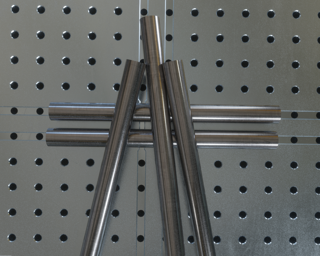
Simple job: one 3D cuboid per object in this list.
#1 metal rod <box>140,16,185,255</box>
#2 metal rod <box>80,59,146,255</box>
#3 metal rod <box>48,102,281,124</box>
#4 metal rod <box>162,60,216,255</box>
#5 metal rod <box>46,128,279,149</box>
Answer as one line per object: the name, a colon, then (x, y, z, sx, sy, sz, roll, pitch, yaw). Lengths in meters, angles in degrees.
metal rod: (0.003, 0.012, 0.389, 0.025, 0.025, 0.298, -6, 90, 0)
metal rod: (-0.066, 0.063, 0.394, 0.025, 0.025, 0.298, 14, 97, -1)
metal rod: (0.007, -0.020, 0.414, 0.302, 0.025, 0.025, 1, 90, -1)
metal rod: (0.042, 0.065, 0.395, 0.025, 0.025, 0.298, -11, 97, 0)
metal rod: (0.003, 0.014, 0.414, 0.302, 0.025, 0.025, 1, 90, -1)
